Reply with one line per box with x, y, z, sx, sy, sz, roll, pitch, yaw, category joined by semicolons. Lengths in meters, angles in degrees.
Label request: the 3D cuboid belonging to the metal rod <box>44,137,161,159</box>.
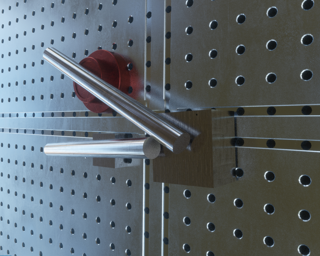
-0.105;0.031;0.458;0.299;0.025;0.025;-5;87;50;metal rod

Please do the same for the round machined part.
-0.096;-0.071;0.474;0.098;0.042;0.097;0;90;39;round machined part

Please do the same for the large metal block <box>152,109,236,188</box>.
0.038;0.022;0.356;0.080;0.050;0.079;-2;89;39;large metal block

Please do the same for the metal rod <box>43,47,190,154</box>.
-0.077;-0.051;0.408;0.300;0.025;0.025;34;111;37;metal rod

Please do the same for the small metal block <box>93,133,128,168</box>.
-0.076;0.033;0.470;0.050;0.025;0.050;0;90;39;small metal block
